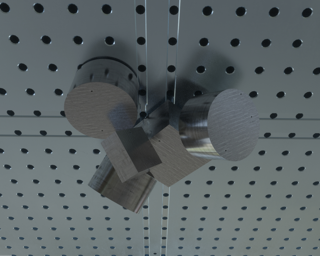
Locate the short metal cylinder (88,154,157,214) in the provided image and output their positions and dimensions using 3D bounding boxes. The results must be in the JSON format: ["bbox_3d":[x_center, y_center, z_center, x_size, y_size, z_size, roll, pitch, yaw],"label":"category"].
[{"bbox_3d":[-0.051,0.076,0.427,0.080,0.050,0.080,29,168,7],"label":"short metal cylinder"}]

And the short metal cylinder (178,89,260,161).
[{"bbox_3d":[0.069,-0.003,0.360,0.080,0.080,0.050,36,160,-26],"label":"short metal cylinder"}]

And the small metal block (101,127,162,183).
[{"bbox_3d":[-0.031,0.028,0.349,0.025,0.050,0.050,-36,78,28],"label":"small metal block"}]

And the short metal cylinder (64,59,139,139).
[{"bbox_3d":[-0.065,-0.033,0.362,0.081,0.050,0.079,0,130,0],"label":"short metal cylinder"}]

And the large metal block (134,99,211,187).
[{"bbox_3d":[0.011,0.023,0.407,0.080,0.050,0.080,37,121,-27],"label":"large metal block"}]
